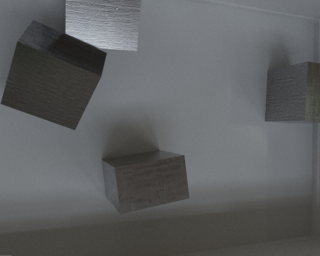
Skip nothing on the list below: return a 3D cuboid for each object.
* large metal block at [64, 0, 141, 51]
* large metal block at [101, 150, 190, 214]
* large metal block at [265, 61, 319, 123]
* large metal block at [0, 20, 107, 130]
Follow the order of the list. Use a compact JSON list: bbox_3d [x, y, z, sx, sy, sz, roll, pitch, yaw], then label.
[{"bbox_3d":[-0.069,-0.136,0.359,0.081,0.050,0.079,-1,111,-20],"label":"large metal block"},{"bbox_3d":[-0.021,0.060,0.375,0.081,0.080,0.050,-8,93,-20],"label":"large metal block"},{"bbox_3d":[0.205,-0.048,0.459,0.050,0.080,0.079,4,89,-20],"label":"large metal block"},{"bbox_3d":[-0.113,-0.054,0.334,0.080,0.050,0.080,22,127,-19],"label":"large metal block"}]
